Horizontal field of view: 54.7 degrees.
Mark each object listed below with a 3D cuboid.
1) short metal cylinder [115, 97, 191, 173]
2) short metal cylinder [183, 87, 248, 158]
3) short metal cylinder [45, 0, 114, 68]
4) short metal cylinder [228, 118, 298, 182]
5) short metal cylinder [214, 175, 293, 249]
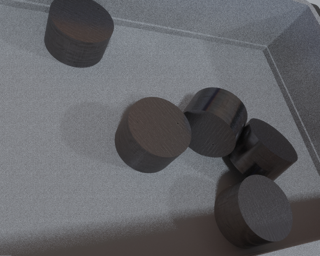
[{"bbox_3d":[-0.009,0.009,0.379,0.081,0.050,0.080,14,56,-21],"label":"short metal cylinder"},{"bbox_3d":[0.069,-0.007,0.412,0.080,0.080,0.050,38,51,-3],"label":"short metal cylinder"},{"bbox_3d":[-0.107,-0.127,0.409,0.081,0.050,0.080,14,56,-21],"label":"short metal cylinder"},{"bbox_3d":[0.140,0.032,0.429,0.080,0.050,0.080,26,32,-17],"label":"short metal cylinder"},{"bbox_3d":[0.116,0.105,0.388,0.081,0.050,0.080,13,56,-21],"label":"short metal cylinder"}]
